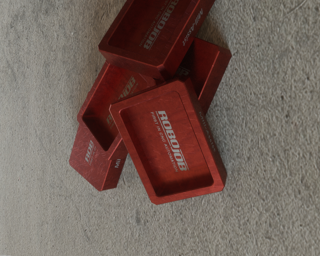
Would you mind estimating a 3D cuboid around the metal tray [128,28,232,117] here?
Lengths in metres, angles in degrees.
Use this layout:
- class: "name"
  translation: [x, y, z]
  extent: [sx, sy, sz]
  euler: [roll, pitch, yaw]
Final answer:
- class: "metal tray"
  translation: [0.014, -0.076, 0.390]
  extent: [0.130, 0.030, 0.089]
  euler: [34, 110, 34]

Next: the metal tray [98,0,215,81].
- class: "metal tray"
  translation: [-0.001, -0.125, 0.358]
  extent: [0.090, 0.030, 0.130]
  euler: [22, 76, 27]

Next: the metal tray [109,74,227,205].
- class: "metal tray"
  translation: [0.011, 0.016, 0.348]
  extent: [0.090, 0.030, 0.129]
  euler: [-18, 103, 22]

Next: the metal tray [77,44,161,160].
- class: "metal tray"
  translation: [-0.052, -0.033, 0.405]
  extent: [0.090, 0.030, 0.129]
  euler: [49, 118, 28]

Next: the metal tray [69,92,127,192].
- class: "metal tray"
  translation: [-0.088, 0.018, 0.472]
  extent: [0.090, 0.030, 0.129]
  euler: [31, 109, 35]
